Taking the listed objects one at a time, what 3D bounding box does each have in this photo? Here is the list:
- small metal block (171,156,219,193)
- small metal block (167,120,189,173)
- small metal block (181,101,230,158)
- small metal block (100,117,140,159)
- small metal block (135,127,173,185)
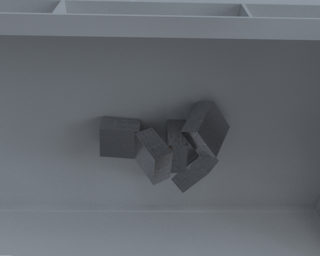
[{"bbox_3d":[0.050,0.059,0.439,0.025,0.050,0.050,50,120,6],"label":"small metal block"},{"bbox_3d":[0.022,0.024,0.412,0.025,0.050,0.050,1,130,-1],"label":"small metal block"},{"bbox_3d":[0.058,0.002,0.389,0.025,0.050,0.050,0,140,44],"label":"small metal block"},{"bbox_3d":[-0.054,0.014,0.417,0.050,0.025,0.050,5,130,-5],"label":"small metal block"},{"bbox_3d":[-0.009,0.036,0.397,0.025,0.050,0.050,-21,138,-24],"label":"small metal block"}]
